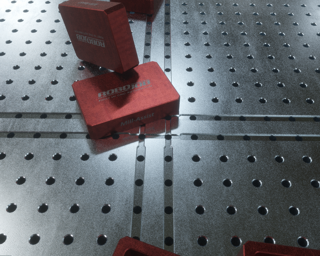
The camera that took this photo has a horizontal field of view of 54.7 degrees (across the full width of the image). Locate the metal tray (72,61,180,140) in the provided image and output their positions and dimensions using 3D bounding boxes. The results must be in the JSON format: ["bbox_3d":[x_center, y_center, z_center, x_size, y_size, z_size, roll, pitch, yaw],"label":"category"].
[{"bbox_3d":[-0.048,-0.043,0.440,0.131,0.030,0.090,-18,53,-15],"label":"metal tray"}]

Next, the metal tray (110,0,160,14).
[{"bbox_3d":[-0.041,-0.289,0.646,0.090,0.030,0.130,11,51,9],"label":"metal tray"}]

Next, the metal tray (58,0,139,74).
[{"bbox_3d":[-0.092,-0.138,0.456,0.030,0.089,0.130,-37,42,-28],"label":"metal tray"}]

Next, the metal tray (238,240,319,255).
[{"bbox_3d":[0.115,0.170,0.262,0.091,0.030,0.130,6,50,5],"label":"metal tray"}]

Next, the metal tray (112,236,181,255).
[{"bbox_3d":[-0.017,0.170,0.261,0.090,0.030,0.130,16,52,12],"label":"metal tray"}]
